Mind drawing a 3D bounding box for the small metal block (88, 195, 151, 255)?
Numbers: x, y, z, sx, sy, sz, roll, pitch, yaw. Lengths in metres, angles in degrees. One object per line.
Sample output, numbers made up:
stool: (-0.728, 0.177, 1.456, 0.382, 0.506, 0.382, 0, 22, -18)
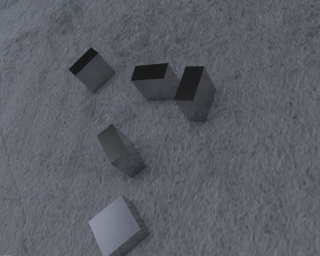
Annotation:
small metal block: (-0.047, 0.115, 0.357, 0.050, 0.025, 0.050, -40, 51, 1)

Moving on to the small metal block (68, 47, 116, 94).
small metal block: (-0.108, -0.092, 0.499, 0.050, 0.050, 0.025, -46, 51, -4)

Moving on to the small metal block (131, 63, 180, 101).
small metal block: (-0.004, -0.062, 0.427, 0.050, 0.050, 0.025, 1, 62, 28)

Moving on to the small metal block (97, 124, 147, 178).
small metal block: (-0.048, 0.030, 0.393, 0.025, 0.050, 0.050, -38, 51, 3)

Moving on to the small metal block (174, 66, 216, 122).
small metal block: (0.045, -0.042, 0.389, 0.025, 0.050, 0.050, 6, 65, 31)
